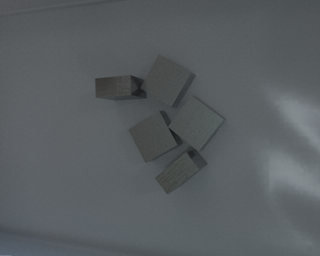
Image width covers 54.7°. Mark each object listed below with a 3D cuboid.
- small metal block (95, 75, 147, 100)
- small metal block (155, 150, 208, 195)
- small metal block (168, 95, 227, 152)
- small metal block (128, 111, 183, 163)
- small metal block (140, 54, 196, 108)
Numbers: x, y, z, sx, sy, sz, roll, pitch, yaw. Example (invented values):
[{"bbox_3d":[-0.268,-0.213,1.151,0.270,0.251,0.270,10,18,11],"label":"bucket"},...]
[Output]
[{"bbox_3d":[-0.051,-0.053,0.415,0.050,0.050,0.025,-2,90,20],"label":"small metal block"},{"bbox_3d":[0.028,0.054,0.387,0.050,0.050,0.025,-42,77,15],"label":"small metal block"},{"bbox_3d":[0.047,-0.006,0.394,0.050,0.025,0.050,39,102,15],"label":"small metal block"},{"bbox_3d":[-0.006,0.012,0.412,0.050,0.025,0.050,-31,80,17],"label":"small metal block"},{"bbox_3d":[0.011,-0.061,0.407,0.050,0.025,0.050,33,101,17],"label":"small metal block"}]
